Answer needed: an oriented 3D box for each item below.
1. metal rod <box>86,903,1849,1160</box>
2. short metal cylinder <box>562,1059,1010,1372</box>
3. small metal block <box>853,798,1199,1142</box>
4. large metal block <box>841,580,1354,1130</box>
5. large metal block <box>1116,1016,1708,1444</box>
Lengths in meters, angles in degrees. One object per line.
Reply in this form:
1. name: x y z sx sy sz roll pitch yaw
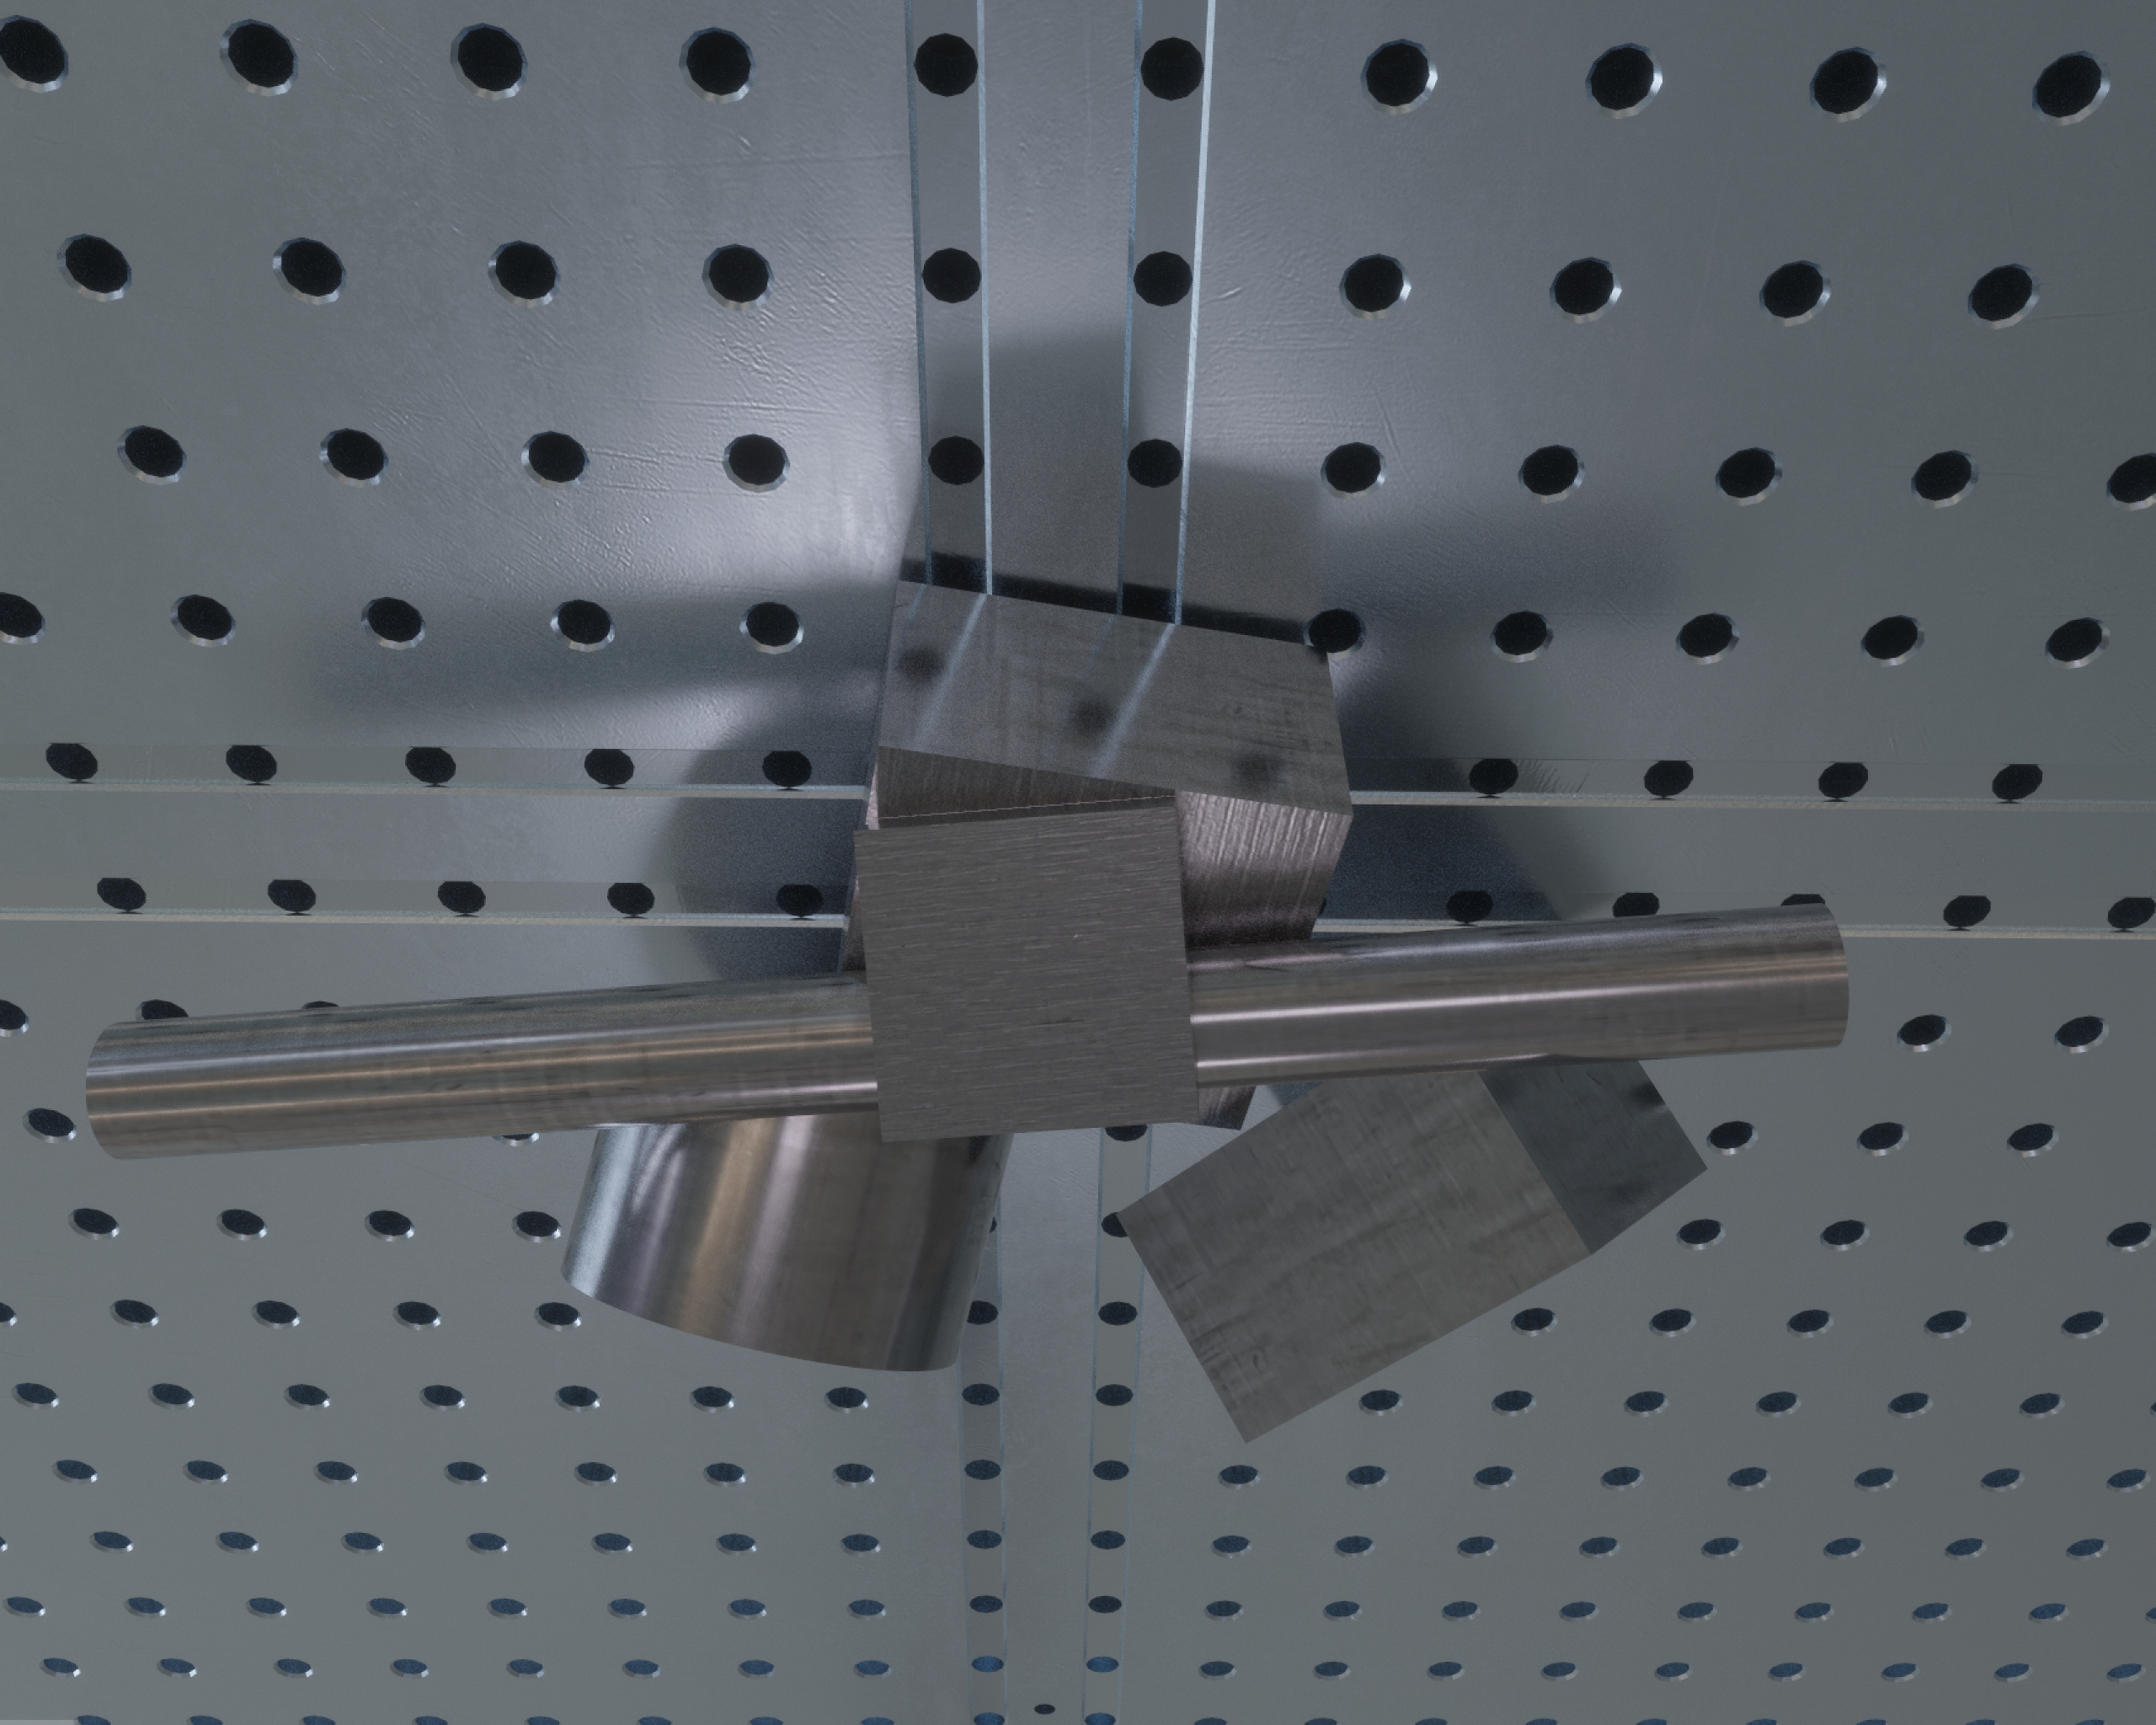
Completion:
1. metal rod: -0.022 0.030 0.367 0.302 0.025 0.025 -4 130 3
2. short metal cylinder: -0.057 0.066 0.418 0.081 0.080 0.050 15 86 -13
3. small metal block: -0.007 0.017 0.340 0.050 0.025 0.050 -4 95 3
4. large metal block: -0.001 0.000 0.390 0.081 0.050 0.079 8 130 -7
5. large metal block: 0.069 0.066 0.419 0.080 0.050 0.080 -37 165 27
